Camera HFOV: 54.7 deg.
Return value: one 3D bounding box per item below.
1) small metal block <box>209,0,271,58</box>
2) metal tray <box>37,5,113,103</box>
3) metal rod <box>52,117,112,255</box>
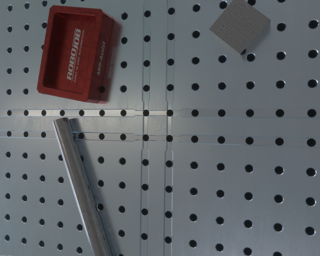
[{"bbox_3d":[0.097,-0.122,0.378,0.050,0.025,0.050,44,103,14],"label":"small metal block"},{"bbox_3d":[-0.125,-0.107,0.453,0.090,0.030,0.129,12,94,19],"label":"metal tray"},{"bbox_3d":[-0.101,0.128,0.447,0.025,0.025,0.299,-22,83,18],"label":"metal rod"}]
